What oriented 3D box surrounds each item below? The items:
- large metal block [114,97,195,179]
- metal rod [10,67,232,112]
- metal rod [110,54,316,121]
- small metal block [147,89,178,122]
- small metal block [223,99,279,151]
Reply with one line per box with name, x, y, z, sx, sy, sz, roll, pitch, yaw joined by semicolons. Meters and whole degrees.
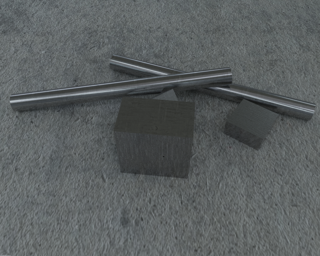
large metal block;-0.004;0.013;0.357;0.080;0.080;0.050;5;51;3
metal rod;-0.053;-0.054;0.430;0.302;0.025;0.025;-7;50;0
metal rod;0.067;-0.063;0.457;0.301;0.025;0.025;16;52;13
small metal block;-0.009;-0.026;0.406;0.050;0.050;0.025;-28;98;-22
small metal block;0.120;-0.005;0.409;0.050;0.025;0.050;29;55;21
